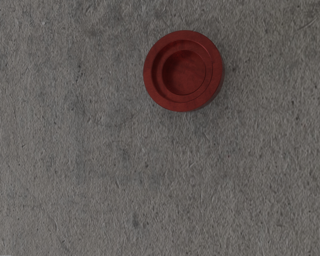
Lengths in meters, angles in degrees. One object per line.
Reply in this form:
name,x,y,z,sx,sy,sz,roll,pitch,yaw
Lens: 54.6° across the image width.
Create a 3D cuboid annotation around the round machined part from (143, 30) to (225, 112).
round machined part,0.032,-0.068,0.389,0.098,0.042,0.097,0,90,20
